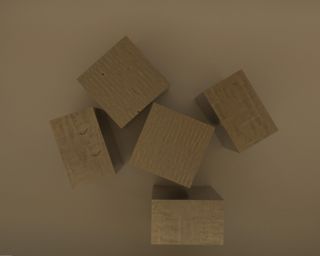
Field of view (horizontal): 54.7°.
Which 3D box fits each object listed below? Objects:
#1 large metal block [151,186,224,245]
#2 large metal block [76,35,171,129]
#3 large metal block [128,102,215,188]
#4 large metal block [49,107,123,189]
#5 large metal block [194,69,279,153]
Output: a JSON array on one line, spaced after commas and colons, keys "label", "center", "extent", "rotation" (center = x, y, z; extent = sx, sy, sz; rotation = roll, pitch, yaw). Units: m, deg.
[{"label": "large metal block", "center": [0.031, 0.104, 0.384], "extent": [0.081, 0.080, 0.050], "rotation": [1, 90, -1]}, {"label": "large metal block", "center": [-0.044, -0.055, 0.397], "extent": [0.080, 0.050, 0.080], "rotation": [-42, 91, 0]}, {"label": "large metal block", "center": [0.014, 0.021, 0.398], "extent": [0.080, 0.050, 0.080], "rotation": [22, 90, -1]}, {"label": "large metal block", "center": [-0.086, 0.022, 0.382], "extent": [0.050, 0.080, 0.080], "rotation": [-19, 90, 0]}, {"label": "large metal block", "center": [0.090, -0.019, 0.383], "extent": [0.050, 0.080, 0.080], "rotation": [-31, 90, 0]}]
